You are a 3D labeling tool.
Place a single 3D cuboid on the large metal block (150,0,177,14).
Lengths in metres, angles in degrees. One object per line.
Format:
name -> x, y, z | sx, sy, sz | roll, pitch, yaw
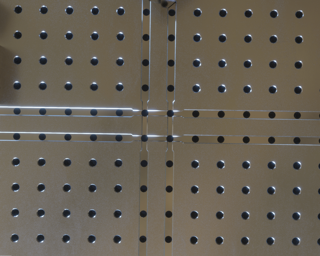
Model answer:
large metal block -> 0.007, -0.213, 0.401 | 0.080, 0.050, 0.080 | -39, 90, 0
